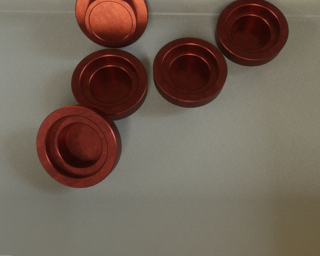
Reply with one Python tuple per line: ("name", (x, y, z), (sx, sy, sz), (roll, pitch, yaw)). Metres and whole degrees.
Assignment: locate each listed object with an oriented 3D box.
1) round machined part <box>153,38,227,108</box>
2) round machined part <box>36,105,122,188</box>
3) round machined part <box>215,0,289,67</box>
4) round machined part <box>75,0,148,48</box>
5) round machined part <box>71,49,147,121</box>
("round machined part", (0.040, -0.072, 0.427), (0.099, 0.042, 0.098), (0, 70, -1))
("round machined part", (-0.094, 0.020, 0.378), (0.099, 0.042, 0.097), (1, 99, 9))
("round machined part", (0.129, -0.133, 0.448), (0.099, 0.042, 0.098), (0, 75, 1))
("round machined part", (-0.065, -0.152, 0.422), (0.099, 0.097, 0.042), (-2, 43, -1))
("round machined part", (-0.066, -0.055, 0.420), (0.099, 0.042, 0.098), (0, 70, -1))
